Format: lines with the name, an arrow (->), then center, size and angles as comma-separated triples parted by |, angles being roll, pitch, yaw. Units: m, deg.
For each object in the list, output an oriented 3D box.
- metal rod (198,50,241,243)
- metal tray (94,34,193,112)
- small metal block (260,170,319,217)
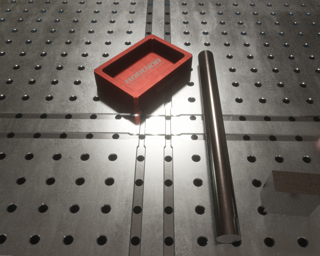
metal rod -> 0.072, -0.002, 0.410 | 0.025, 0.025, 0.300 | 1, 50, 0
metal tray -> -0.023, -0.089, 0.478 | 0.090, 0.030, 0.131 | 34, 57, 25
small metal block -> 0.141, 0.071, 0.333 | 0.050, 0.050, 0.025 | 4, 50, 3
